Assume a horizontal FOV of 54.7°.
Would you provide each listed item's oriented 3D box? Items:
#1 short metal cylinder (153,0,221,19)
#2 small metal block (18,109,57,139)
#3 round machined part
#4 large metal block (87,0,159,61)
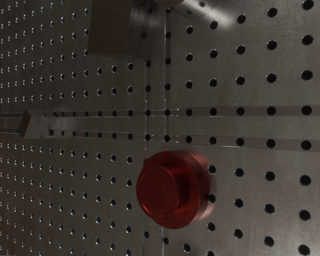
[{"bbox_3d":[0.032,-0.176,0.365,0.080,0.050,0.079,0,90,39],"label":"short metal cylinder"},{"bbox_3d":[-0.229,-0.007,0.578,0.025,0.050,0.050,43,116,31],"label":"small metal block"},{"bbox_3d":[0.008,0.078,0.390,0.098,0.042,0.097,0,90,39],"label":"round machined part"},{"bbox_3d":[-0.053,-0.140,0.434,0.080,0.050,0.079,13,98,39],"label":"large metal block"}]
